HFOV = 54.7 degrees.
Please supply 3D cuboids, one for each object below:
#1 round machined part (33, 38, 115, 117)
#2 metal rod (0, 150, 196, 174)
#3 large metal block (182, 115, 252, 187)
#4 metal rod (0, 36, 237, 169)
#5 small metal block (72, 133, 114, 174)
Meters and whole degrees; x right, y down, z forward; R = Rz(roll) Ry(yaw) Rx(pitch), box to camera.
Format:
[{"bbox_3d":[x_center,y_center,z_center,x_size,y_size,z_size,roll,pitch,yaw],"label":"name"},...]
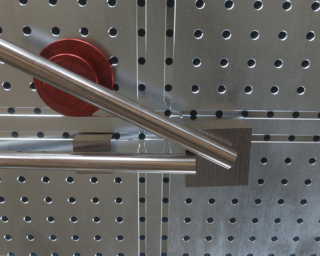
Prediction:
[{"bbox_3d":[-0.107,-0.059,0.381,0.099,0.042,0.097,0,110,-1],"label":"round machined part"},{"bbox_3d":[-0.105,0.043,0.398,0.301,0.025,0.025,0,111,10],"label":"metal rod"},{"bbox_3d":[0.072,0.029,0.409,0.081,0.050,0.079,-2,110,0],"label":"large metal block"},{"bbox_3d":[-0.050,-0.027,0.351,0.301,0.025,0.025,26,108,-7],"label":"metal rod"},{"bbox_3d":[-0.090,0.035,0.426,0.050,0.025,0.050,0,110,-1],"label":"small metal block"}]
